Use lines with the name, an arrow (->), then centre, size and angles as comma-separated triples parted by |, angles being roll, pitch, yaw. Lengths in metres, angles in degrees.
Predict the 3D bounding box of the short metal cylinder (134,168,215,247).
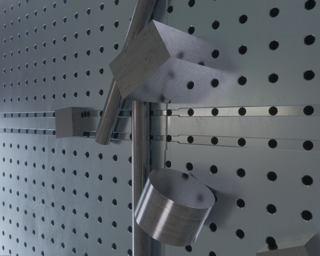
short metal cylinder -> 0.017, 0.089, 0.360 | 0.080, 0.081, 0.050 | 33, 111, 35

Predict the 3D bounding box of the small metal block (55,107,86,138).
small metal block -> -0.157, -0.009, 0.539 | 0.050, 0.025, 0.050 | -6, 86, 39

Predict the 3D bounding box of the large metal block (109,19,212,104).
large metal block -> 0.001, -0.074, 0.373 | 0.080, 0.081, 0.050 | -37, 68, 34

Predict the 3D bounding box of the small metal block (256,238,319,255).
small metal block -> 0.130, 0.140, 0.302 | 0.050, 0.025, 0.050 | -28, 72, 36

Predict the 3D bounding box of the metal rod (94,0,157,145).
metal rod -> -0.041, -0.113, 0.442 | 0.025, 0.025, 0.298 | 32, 110, 35

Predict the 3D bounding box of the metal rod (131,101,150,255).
metal rod -> -0.026, 0.081, 0.430 | 0.025, 0.025, 0.298 | -1, 90, 40
